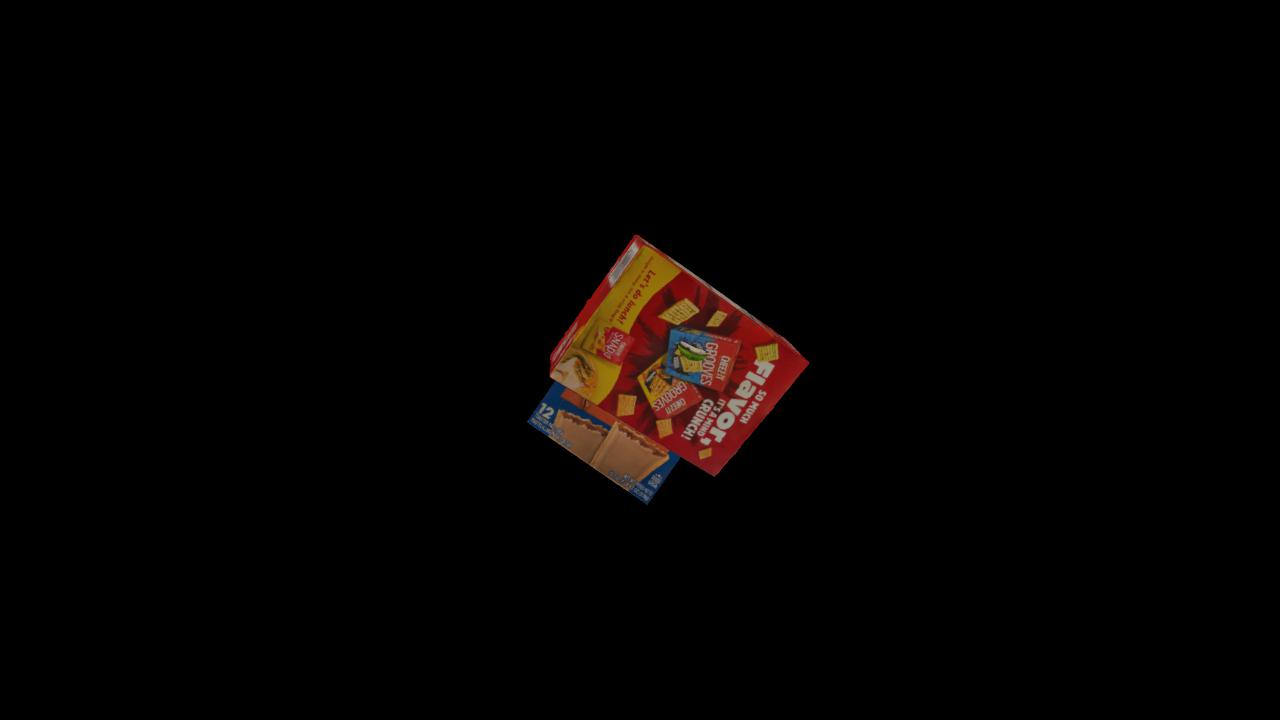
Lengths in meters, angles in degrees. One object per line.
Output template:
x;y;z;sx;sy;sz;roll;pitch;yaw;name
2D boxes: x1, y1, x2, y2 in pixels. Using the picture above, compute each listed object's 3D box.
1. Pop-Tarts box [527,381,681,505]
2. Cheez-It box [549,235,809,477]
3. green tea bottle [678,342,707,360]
-0.019;0.058;0.719;0.167;0.141;0.083;35;3;-2;Pop-Tarts box
0.040;-0.001;0.650;0.223;0.166;0.071;32;15;-17;Cheez-It box
0.013;0.025;0.702;0.073;0.073;0.212;0;-35;-30;green tea bottle
